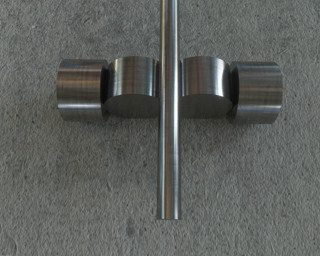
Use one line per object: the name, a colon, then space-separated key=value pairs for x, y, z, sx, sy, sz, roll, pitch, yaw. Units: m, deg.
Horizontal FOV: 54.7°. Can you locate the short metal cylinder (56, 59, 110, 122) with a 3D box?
short metal cylinder: x=-0.094 y=-0.047 z=0.397 sx=0.050 sy=0.080 sz=0.080 roll=1 pitch=70 yaw=0

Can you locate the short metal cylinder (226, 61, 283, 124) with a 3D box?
short metal cylinder: x=0.117 y=-0.045 z=0.398 sx=0.050 sy=0.080 sz=0.080 roll=1 pitch=70 yaw=0

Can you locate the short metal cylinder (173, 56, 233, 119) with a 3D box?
short metal cylinder: x=0.051 y=-0.049 z=0.398 sx=0.080 sy=0.080 sz=0.050 roll=1 pitch=70 yaw=0

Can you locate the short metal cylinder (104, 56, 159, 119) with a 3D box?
short metal cylinder: x=-0.029 y=-0.049 z=0.398 sx=0.080 sy=0.080 sz=0.050 roll=1 pitch=70 yaw=0

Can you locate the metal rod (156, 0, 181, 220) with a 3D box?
metal rod: x=0.011 y=-0.048 z=0.362 sx=0.025 sy=0.025 sz=0.299 roll=1 pitch=70 yaw=0
